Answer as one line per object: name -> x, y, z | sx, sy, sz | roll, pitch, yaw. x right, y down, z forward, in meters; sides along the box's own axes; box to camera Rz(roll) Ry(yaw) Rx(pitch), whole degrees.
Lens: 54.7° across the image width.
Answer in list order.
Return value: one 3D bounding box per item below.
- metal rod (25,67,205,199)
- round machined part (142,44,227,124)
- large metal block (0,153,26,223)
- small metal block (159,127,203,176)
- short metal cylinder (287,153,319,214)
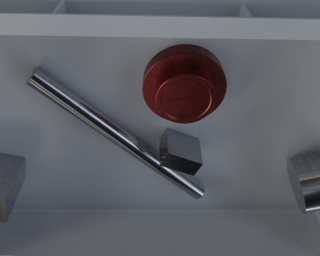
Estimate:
metal rod -> -0.042, 0.021, 0.426 | 0.025, 0.025, 0.301 | -36, 122, 26
round machined part -> 0.029, -0.044, 0.361 | 0.099, 0.042, 0.097 | -1, 130, 0
large metal block -> -0.245, 0.079, 0.437 | 0.081, 0.080, 0.050 | 12, 129, -11
small metal block -> 0.028, 0.032, 0.420 | 0.050, 0.050, 0.025 | 19, 127, -16
short metal cylinder -> 0.220, 0.077, 0.443 | 0.050, 0.080, 0.080 | -14, 129, 11
